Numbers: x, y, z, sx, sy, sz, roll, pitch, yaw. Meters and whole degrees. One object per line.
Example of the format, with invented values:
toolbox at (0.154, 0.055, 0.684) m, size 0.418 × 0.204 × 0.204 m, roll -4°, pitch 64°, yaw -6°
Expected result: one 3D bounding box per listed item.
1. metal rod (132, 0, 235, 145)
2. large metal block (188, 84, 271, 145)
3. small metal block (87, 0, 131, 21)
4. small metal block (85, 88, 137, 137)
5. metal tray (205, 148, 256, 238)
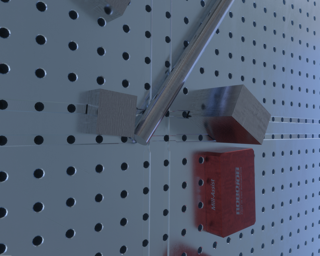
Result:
metal rod at (0.044, -0.104, 0.445) m, size 0.025 × 0.025 × 0.300 m, roll 46°, pitch 63°, yaw -31°
large metal block at (0.103, -0.017, 0.459) m, size 0.080 × 0.080 × 0.050 m, roll 37°, pitch 68°, yaw -34°
small metal block at (-0.059, -0.163, 0.359) m, size 0.050 × 0.025 × 0.050 m, roll 35°, pitch 69°, yaw -35°
small metal block at (-0.056, -0.016, 0.362) m, size 0.050 × 0.025 × 0.050 m, roll 7°, pitch 85°, yaw -40°
metal tray at (0.116, 0.100, 0.503) m, size 0.091 × 0.030 × 0.129 m, roll -3°, pitch 92°, yaw -40°
